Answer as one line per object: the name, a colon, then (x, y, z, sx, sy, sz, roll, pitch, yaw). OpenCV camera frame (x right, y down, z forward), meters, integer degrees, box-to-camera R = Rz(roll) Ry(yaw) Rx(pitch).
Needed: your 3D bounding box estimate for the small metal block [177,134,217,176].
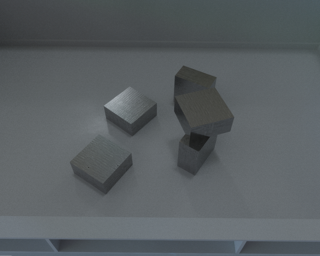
small metal block: (0.046, 0.021, 0.372, 0.025, 0.050, 0.050, 28, 55, 21)

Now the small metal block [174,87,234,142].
small metal block: (0.049, -0.016, 0.354, 0.050, 0.025, 0.050, -14, 51, -12)

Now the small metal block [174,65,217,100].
small metal block: (0.048, -0.053, 0.434, 0.050, 0.050, 0.025, 24, 54, 18)

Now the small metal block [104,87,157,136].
small metal block: (-0.040, -0.024, 0.425, 0.050, 0.025, 0.050, 33, 57, 24)

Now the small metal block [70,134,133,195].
small metal block: (-0.069, 0.042, 0.369, 0.050, 0.025, 0.050, 28, 55, 21)
